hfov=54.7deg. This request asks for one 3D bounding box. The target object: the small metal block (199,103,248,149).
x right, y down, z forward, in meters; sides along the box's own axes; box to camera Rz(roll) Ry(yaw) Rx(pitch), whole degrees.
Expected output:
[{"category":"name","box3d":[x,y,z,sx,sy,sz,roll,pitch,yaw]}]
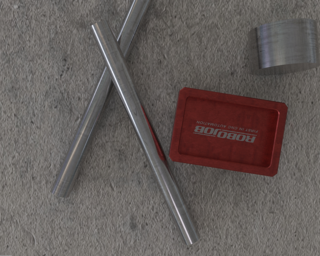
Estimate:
[{"category":"small metal block","box3d":[0.082,-0.003,0.411,0.050,0.025,0.050,20,90,0]}]

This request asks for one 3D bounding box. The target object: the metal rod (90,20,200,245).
[{"category":"metal rod","box3d":[-0.016,0.011,0.394,0.025,0.025,0.299,-23,96,0]}]

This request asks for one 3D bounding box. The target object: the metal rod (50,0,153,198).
[{"category":"metal rod","box3d":[-0.074,-0.051,0.409,0.025,0.025,0.299,23,90,0]}]

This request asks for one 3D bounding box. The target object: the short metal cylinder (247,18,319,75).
[{"category":"short metal cylinder","box3d":[0.152,-0.097,0.384,0.081,0.080,0.050,-4,90,0]}]

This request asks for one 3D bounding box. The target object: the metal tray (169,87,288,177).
[{"category":"metal tray","box3d":[0.082,0.005,0.382,0.131,0.030,0.089,9,90,0]}]
